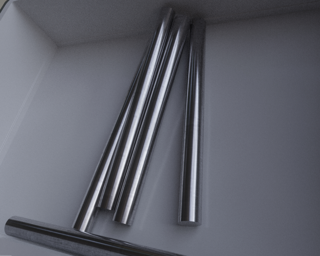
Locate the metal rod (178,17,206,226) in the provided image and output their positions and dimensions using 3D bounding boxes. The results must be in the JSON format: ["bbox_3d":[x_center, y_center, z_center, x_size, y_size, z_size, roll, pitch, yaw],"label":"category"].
[{"bbox_3d":[0.045,-0.029,0.400,0.025,0.025,0.299,-8,58,24],"label":"metal rod"}]

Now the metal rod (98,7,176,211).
[{"bbox_3d":[-0.026,-0.038,0.424,0.025,0.025,0.299,5,69,30],"label":"metal rod"}]

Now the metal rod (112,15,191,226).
[{"bbox_3d":[-0.005,-0.025,0.411,0.025,0.025,0.299,4,67,30],"label":"metal rod"}]

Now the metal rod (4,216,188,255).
[{"bbox_3d":[-0.051,0.133,0.335,0.301,0.025,0.025,3,63,24],"label":"metal rod"}]

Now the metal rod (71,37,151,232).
[{"bbox_3d":[-0.051,-0.005,0.435,0.025,0.025,0.300,5,64,30],"label":"metal rod"}]
